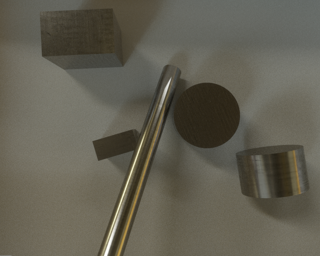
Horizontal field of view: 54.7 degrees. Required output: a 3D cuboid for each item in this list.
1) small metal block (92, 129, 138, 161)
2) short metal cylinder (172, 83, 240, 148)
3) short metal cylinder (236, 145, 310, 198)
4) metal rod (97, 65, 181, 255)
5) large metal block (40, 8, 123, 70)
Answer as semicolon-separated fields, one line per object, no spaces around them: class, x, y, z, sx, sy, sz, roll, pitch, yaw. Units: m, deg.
small metal block;-0.054;0.021;0.398;0.050;0.050;0.025;-17;90;0
short metal cylinder;0.057;-0.015;0.400;0.081;0.050;0.079;0;90;-1
short metal cylinder;0.139;0.052;0.386;0.081;0.080;0.050;-9;90;0
metal rod;-0.026;0.053;0.351;0.025;0.025;0.300;18;65;0
large metal block;-0.092;-0.106;0.383;0.081;0.080;0.050;-3;90;-1
